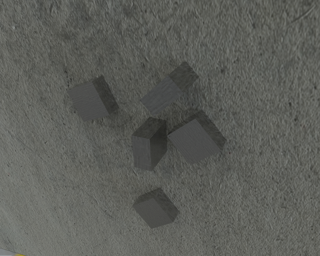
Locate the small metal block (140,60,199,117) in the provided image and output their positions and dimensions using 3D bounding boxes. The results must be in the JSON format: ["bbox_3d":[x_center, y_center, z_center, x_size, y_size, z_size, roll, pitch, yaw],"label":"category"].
[{"bbox_3d":[0.011,-0.046,0.356,0.025,0.050,0.050,49,129,-6],"label":"small metal block"}]

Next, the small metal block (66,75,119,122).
[{"bbox_3d":[-0.093,-0.040,0.431,0.050,0.025,0.050,-13,112,33],"label":"small metal block"}]

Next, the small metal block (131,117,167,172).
[{"bbox_3d":[-0.012,0.021,0.410,0.025,0.050,0.050,12,123,22],"label":"small metal block"}]

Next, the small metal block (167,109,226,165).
[{"bbox_3d":[0.046,0.013,0.390,0.050,0.025,0.050,-33,100,38],"label":"small metal block"}]

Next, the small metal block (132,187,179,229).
[{"bbox_3d":[-0.007,0.127,0.489,0.050,0.025,0.050,-30,102,38],"label":"small metal block"}]
